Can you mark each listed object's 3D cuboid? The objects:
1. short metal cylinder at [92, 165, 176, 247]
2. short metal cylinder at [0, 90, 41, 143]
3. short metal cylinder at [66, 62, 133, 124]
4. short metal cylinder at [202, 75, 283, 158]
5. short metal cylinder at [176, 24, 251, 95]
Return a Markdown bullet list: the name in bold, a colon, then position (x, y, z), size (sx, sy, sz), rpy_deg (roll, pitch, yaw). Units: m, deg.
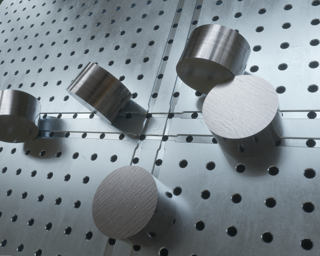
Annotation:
- **short metal cylinder**: position (-0.028, 0.089, 0.351), size (0.080, 0.050, 0.080), rpy_deg (-13, 56, 20)
- **short metal cylinder**: position (-0.239, -0.017, 0.506), size (0.080, 0.080, 0.050), rpy_deg (-20, 54, 16)
- **short metal cylinder**: position (-0.087, -0.050, 0.447), size (0.080, 0.080, 0.050), rpy_deg (29, 78, 37)
- **short metal cylinder**: position (0.094, -0.013, 0.350), size (0.080, 0.050, 0.080), rpy_deg (-13, 56, 20)
- **short metal cylinder**: position (0.067, -0.082, 0.388), size (0.080, 0.080, 0.050), rpy_deg (11, 67, 32)
